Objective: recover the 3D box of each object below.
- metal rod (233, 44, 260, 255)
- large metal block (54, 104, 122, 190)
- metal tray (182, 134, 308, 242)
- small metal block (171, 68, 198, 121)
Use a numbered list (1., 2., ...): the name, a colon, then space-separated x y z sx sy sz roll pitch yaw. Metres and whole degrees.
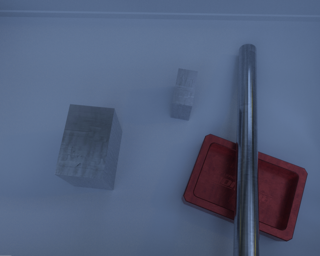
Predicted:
1. metal rod: 0.106 0.012 0.375 0.025 0.025 0.300 9 58 3
2. large metal block: -0.080 0.026 0.370 0.050 0.080 0.080 6 70 2
3. metal tray: 0.103 0.072 0.381 0.131 0.030 0.090 21 71 7
4. small metal block: 0.032 -0.043 0.413 0.025 0.050 0.050 10 70 3
